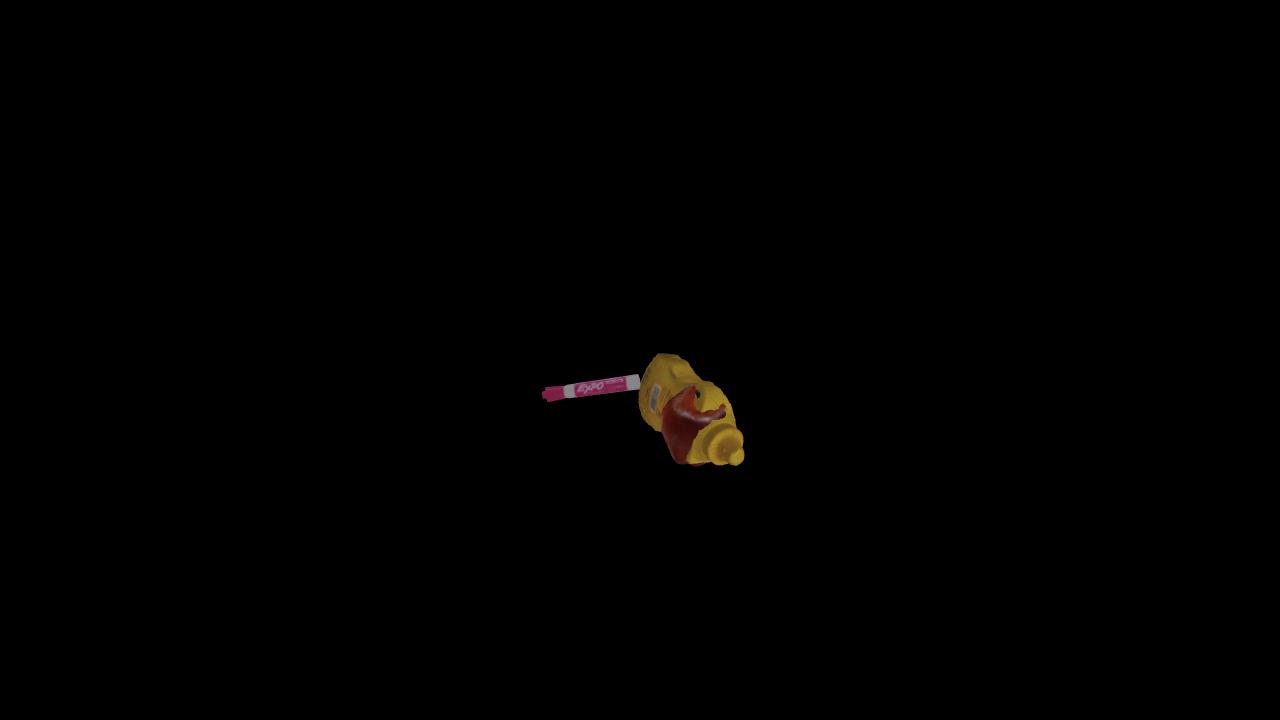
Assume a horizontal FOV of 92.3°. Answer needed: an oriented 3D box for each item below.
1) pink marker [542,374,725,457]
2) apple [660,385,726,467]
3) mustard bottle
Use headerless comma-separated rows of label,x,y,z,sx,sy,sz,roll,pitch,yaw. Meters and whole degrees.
pink marker,-0.060,0.035,0.748,0.121,0.020,0.020,-8,-1,5
apple,0.060,0.069,0.661,0.079,0.093,0.079,2,39,-2
mustard bottle,0.058,0.063,0.671,0.054,0.092,0.184,10,16,-28
